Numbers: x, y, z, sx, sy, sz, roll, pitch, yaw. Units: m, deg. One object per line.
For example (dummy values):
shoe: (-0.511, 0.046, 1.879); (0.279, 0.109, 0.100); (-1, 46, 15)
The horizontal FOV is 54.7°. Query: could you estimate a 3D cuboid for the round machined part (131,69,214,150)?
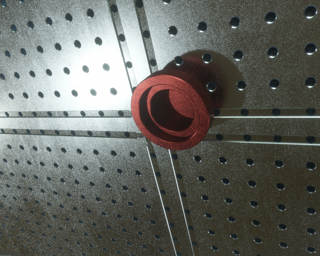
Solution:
round machined part: (0.018, -0.025, 0.374); (0.098, 0.042, 0.097); (13, 124, 20)
